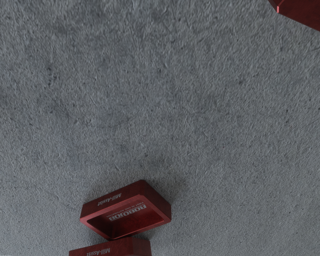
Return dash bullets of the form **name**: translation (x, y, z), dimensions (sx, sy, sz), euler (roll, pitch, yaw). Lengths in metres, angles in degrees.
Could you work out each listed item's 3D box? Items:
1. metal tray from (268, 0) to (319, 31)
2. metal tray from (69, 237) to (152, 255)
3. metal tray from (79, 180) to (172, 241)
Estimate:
- **metal tray**: translation (0.163, -0.145, 0.254), dimensions (0.091, 0.030, 0.129), euler (8, 140, -30)
- **metal tray**: translation (-0.092, 0.238, 0.584), dimensions (0.130, 0.030, 0.090), euler (-18, 151, 14)
- **metal tray**: translation (-0.057, 0.145, 0.526), dimensions (0.130, 0.030, 0.090), euler (-26, 126, 20)
